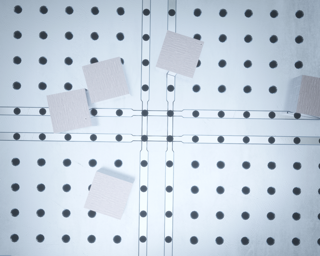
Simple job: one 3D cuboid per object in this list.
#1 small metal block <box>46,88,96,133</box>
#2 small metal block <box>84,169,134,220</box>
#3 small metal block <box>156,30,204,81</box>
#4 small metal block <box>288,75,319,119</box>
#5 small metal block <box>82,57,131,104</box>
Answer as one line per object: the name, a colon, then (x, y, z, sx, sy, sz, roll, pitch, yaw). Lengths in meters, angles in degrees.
small metal block: (-0.117, -0.022, 0.413, 0.050, 0.025, 0.050, -11, 90, 0)
small metal block: (-0.067, 0.087, 0.413, 0.050, 0.025, 0.050, 19, 90, 0)
small metal block: (0.026, -0.096, 0.413, 0.050, 0.025, 0.050, 18, 90, 0)
small metal block: (0.205, -0.040, 0.415, 0.050, 0.025, 0.050, 10, 90, 0)
small metal block: (-0.070, -0.062, 0.413, 0.050, 0.025, 0.050, -15, 90, 0)
